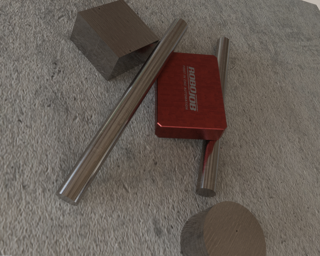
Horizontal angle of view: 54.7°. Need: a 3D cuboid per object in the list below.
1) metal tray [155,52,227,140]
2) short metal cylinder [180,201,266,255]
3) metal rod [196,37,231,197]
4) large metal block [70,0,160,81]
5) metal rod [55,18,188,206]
[{"bbox_3d":[0.039,-0.048,0.435,0.091,0.030,0.130,3,59,-6],"label":"metal tray"},{"bbox_3d":[0.070,0.129,0.349,0.081,0.050,0.080,14,56,-21],"label":"short metal cylinder"},{"bbox_3d":[0.086,-0.037,0.474,0.025,0.025,0.300,24,53,-14],"label":"metal rod"},{"bbox_3d":[-0.062,-0.123,0.431,0.080,0.050,0.081,49,51,6],"label":"large metal block"},{"bbox_3d":[-0.032,-0.041,0.388,0.025,0.025,0.300,33,59,-7],"label":"metal rod"}]
